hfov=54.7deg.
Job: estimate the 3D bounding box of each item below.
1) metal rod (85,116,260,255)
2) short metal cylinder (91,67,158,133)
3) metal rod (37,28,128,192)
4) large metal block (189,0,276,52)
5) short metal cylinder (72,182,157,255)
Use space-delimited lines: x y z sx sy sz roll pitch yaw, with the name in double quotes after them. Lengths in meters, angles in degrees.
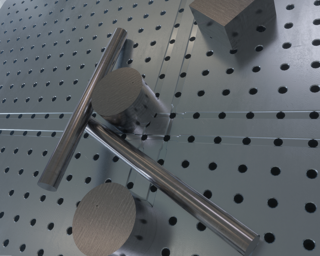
-0.014 0.050 0.384 0.300 0.025 0.025 31 79 37 "metal rod"
-0.049 -0.039 0.442 0.080 0.050 0.080 -13 56 21 "short metal cylinder"
-0.104 -0.047 0.464 0.025 0.025 0.300 -3 52 27 "metal rod"
0.103 -0.168 0.442 0.080 0.050 0.080 -41 51 0 "large metal block"
-0.051 0.108 0.352 0.080 0.050 0.080 -13 56 21 "short metal cylinder"
